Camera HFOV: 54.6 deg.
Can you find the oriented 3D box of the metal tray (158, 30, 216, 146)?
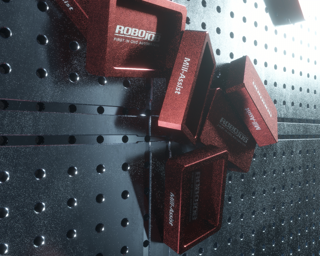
[{"bbox_3d":[0.040,-0.050,0.409,0.090,0.030,0.130,46,58,-66],"label":"metal tray"}]

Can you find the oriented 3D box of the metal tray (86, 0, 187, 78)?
[{"bbox_3d":[-0.022,-0.104,0.356,0.131,0.030,0.089,-11,111,-51],"label":"metal tray"}]

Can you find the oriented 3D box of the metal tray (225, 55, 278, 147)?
[{"bbox_3d":[0.155,-0.043,0.513,0.130,0.030,0.090,51,38,-28],"label":"metal tray"}]

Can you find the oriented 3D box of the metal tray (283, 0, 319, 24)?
[{"bbox_3d":[0.304,-0.292,0.657,0.131,0.030,0.090,-47,118,-30],"label":"metal tray"}]

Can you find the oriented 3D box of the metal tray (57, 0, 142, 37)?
[{"bbox_3d":[-0.082,-0.173,0.336,0.130,0.030,0.090,52,60,-27],"label":"metal tray"}]

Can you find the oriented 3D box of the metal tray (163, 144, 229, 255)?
[{"bbox_3d":[0.049,0.095,0.425,0.091,0.030,0.129,-14,114,-39],"label":"metal tray"}]

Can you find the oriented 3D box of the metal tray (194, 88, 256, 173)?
[{"bbox_3d":[0.105,0.007,0.493,0.130,0.030,0.090,33,70,-35],"label":"metal tray"}]
